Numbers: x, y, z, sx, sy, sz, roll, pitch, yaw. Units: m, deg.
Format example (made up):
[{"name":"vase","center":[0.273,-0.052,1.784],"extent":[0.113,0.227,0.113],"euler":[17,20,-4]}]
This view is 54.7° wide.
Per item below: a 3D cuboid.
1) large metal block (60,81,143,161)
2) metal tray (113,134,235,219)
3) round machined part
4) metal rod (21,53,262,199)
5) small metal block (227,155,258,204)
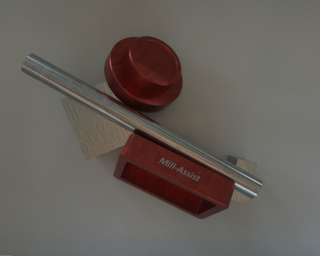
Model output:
[{"name":"large metal block","center":[-0.067,-0.013,0.396],"extent":[0.080,0.050,0.080],"euler":[-22,90,-1]},{"name":"metal tray","center":[0.012,0.063,0.374],"extent":[0.131,0.090,0.030],"euler":[26,63,-1]},{"name":"round machined part","center":[-0.014,-0.071,0.375],"extent":[0.099,0.042,0.098],"euler":[14,59,-25]},{"name":"metal rod","center":[-0.020,-0.002,0.358],"extent":[0.301,0.025,0.025],"euler":[29,90,-1]},{"name":"small metal block","center":[0.100,0.064,0.399],"extent":[0.025,0.050,0.050],"euler":[15,90,0]}]
